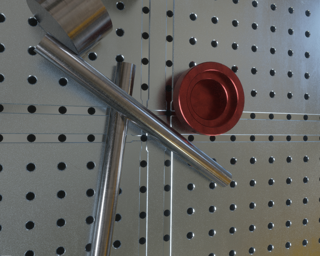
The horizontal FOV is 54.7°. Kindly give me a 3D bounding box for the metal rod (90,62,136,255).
[{"bbox_3d":[-0.062,0.067,0.389,0.025,0.025,0.298,9,87,-20],"label":"metal rod"}]

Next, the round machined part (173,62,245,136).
[{"bbox_3d":[0.063,-0.039,0.427,0.099,0.042,0.097,0,90,-20],"label":"round machined part"}]

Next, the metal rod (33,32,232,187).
[{"bbox_3d":[-0.015,-0.008,0.384,0.301,0.025,0.025,37,78,-25],"label":"metal rod"}]

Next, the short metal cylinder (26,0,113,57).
[{"bbox_3d":[-0.100,-0.124,0.346,0.050,0.080,0.080,-45,104,-14],"label":"short metal cylinder"}]
